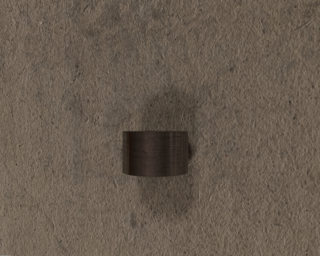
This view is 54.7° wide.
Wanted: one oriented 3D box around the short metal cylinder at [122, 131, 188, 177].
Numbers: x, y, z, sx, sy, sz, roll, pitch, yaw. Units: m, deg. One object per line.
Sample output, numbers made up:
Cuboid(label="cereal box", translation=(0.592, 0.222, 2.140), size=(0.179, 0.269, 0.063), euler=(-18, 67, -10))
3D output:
Cuboid(label="short metal cylinder", translation=(-0.006, 0.029, 0.381), size=(0.080, 0.080, 0.050), euler=(0, 90, 19))
